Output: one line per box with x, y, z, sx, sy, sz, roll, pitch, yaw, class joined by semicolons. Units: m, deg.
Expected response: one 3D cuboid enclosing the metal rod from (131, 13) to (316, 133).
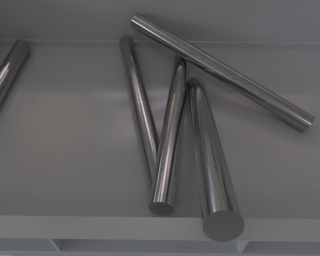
0.080;-0.087;0.450;0.300;0.025;0.025;35;58;16;metal rod

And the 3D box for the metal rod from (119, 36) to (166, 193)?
-0.027;-0.033;0.432;0.025;0.025;0.300;-9;51;-7;metal rod

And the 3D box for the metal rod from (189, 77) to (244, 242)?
0.046;-0.002;0.325;0.025;0.025;0.300;2;25;2;metal rod

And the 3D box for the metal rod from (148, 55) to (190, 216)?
0.020;-0.025;0.407;0.025;0.025;0.300;6;44;5;metal rod

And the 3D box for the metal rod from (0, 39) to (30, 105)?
-0.238;-0.024;0.422;0.025;0.025;0.300;3;50;2;metal rod
